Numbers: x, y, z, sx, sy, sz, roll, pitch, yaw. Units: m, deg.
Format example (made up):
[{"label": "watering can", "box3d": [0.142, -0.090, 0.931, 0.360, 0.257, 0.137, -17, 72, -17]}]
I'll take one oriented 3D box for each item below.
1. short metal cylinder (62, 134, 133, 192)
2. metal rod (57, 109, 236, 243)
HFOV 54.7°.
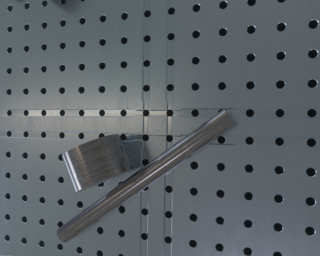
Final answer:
[{"label": "short metal cylinder", "box3d": [-0.082, 0.047, 0.412, 0.080, 0.080, 0.050, -25, 82, 18]}, {"label": "metal rod", "box3d": [-0.029, 0.073, 0.422, 0.300, 0.025, 0.025, -37, 78, 16]}]
